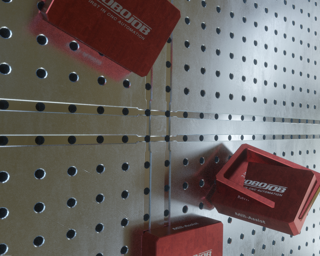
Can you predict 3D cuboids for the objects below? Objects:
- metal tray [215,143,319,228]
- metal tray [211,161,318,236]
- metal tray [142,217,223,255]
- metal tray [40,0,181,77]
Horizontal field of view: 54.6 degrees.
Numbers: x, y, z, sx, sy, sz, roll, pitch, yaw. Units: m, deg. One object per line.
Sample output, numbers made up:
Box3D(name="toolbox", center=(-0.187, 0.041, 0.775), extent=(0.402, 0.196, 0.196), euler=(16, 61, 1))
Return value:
Box3D(name="metal tray", center=(0.161, 0.082, 0.465), extent=(0.090, 0.130, 0.030), euler=(-42, 139, -31))
Box3D(name="metal tray", center=(0.153, 0.097, 0.462), extent=(0.090, 0.130, 0.030), euler=(-50, 124, -29))
Box3D(name="metal tray", center=(0.035, 0.183, 0.434), extent=(0.131, 0.030, 0.090), euler=(2, 89, -40))
Box3D(name="metal tray", center=(-0.049, -0.126, 0.343), extent=(0.131, 0.030, 0.090), euler=(27, 96, -37))
